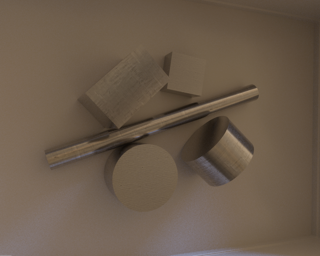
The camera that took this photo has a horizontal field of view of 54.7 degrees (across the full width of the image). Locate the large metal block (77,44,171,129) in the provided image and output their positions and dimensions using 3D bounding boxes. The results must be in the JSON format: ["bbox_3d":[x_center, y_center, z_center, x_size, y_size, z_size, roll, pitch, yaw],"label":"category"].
[{"bbox_3d":[-0.045,-0.045,0.364,0.080,0.080,0.050,-45,105,-15],"label":"large metal block"}]

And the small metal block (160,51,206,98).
[{"bbox_3d":[0.032,-0.072,0.422,0.050,0.025,0.050,9,87,-20],"label":"small metal block"}]

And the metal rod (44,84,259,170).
[{"bbox_3d":[0.004,-0.008,0.412,0.302,0.025,0.025,-19,97,-20],"label":"metal rod"}]

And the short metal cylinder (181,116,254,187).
[{"bbox_3d":[0.075,0.030,0.409,0.050,0.080,0.080,45,76,-15],"label":"short metal cylinder"}]

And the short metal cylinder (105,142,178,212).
[{"bbox_3d":[-0.025,0.058,0.387,0.081,0.050,0.079,0,90,-21],"label":"short metal cylinder"}]
